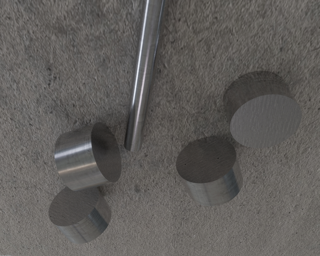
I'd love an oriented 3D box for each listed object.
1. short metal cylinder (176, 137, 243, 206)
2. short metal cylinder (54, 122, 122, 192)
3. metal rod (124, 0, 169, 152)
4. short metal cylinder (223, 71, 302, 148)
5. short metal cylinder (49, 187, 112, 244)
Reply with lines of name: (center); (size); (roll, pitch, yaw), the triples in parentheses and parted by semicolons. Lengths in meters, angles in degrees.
short metal cylinder: (0.068, 0.058, 0.421); (0.080, 0.080, 0.050); (-15, 129, 12)
short metal cylinder: (-0.091, 0.037, 0.402); (0.050, 0.080, 0.080); (-17, 128, 13)
metal rod: (-0.012, -0.088, 0.331); (0.025, 0.025, 0.298); (7, 130, -6)
short metal cylinder: (0.121, -0.022, 0.374); (0.081, 0.050, 0.079); (0, 130, 0)
short metal cylinder: (-0.123, 0.130, 0.481); (0.080, 0.080, 0.050); (-12, 129, 10)
